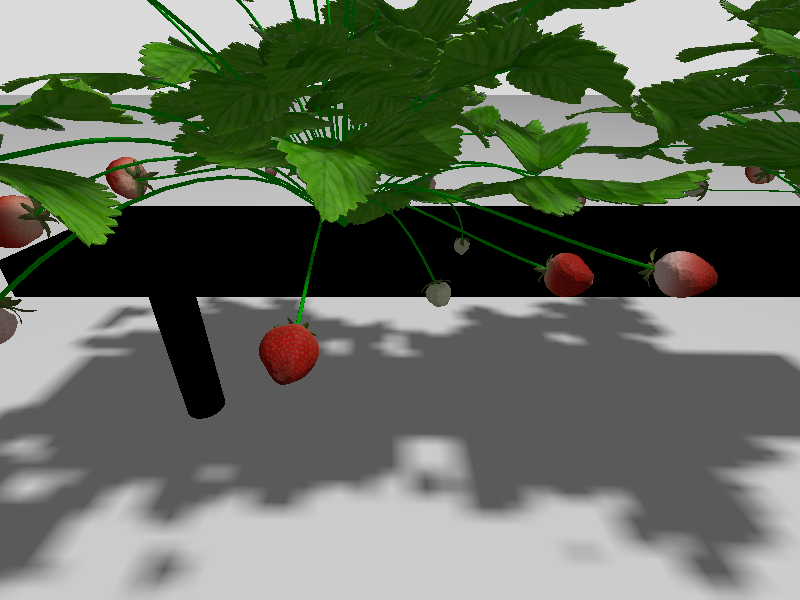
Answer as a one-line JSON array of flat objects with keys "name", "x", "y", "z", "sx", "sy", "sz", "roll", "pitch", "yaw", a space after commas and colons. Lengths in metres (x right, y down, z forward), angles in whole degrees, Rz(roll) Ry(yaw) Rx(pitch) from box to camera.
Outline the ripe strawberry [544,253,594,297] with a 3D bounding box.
[{"name": "ripe strawberry", "x": 0.103, "y": -0.015, "z": 0.243, "sx": 0.027, "sy": 0.027, "sz": 0.025, "roll": 23, "pitch": 36, "yaw": 34}]

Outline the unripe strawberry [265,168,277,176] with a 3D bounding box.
[{"name": "unripe strawberry", "x": -0.171, "y": -0.170, "z": 0.533, "sx": 0.016, "sy": 0.017, "sz": 0.018, "roll": -16, "pitch": 33, "yaw": -27}]

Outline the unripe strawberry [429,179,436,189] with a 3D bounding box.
[{"name": "unripe strawberry", "x": 0.035, "y": -0.136, "z": 0.471, "sx": 0.018, "sy": 0.019, "sz": 0.019, "roll": 18, "pitch": 33, "yaw": 29}]

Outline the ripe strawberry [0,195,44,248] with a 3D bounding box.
[{"name": "ripe strawberry", "x": -0.302, "y": -0.060, "z": 0.309, "sx": 0.043, "sy": 0.037, "sz": 0.043, "roll": -14, "pitch": 30, "yaw": -5}]

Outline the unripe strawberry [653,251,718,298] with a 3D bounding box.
[{"name": "unripe strawberry", "x": 0.170, "y": -0.015, "z": 0.239, "sx": 0.032, "sy": 0.027, "sz": 0.032, "roll": 17, "pitch": 33, "yaw": 27}]

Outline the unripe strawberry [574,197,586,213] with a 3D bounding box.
[{"name": "unripe strawberry", "x": 0.171, "y": -0.097, "z": 0.394, "sx": 0.025, "sy": 0.024, "sz": 0.023, "roll": -4, "pitch": 29, "yaw": -10}]

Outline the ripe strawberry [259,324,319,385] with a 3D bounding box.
[{"name": "ripe strawberry", "x": -0.048, "y": 0.025, "z": 0.171, "sx": 0.025, "sy": 0.026, "sz": 0.027, "roll": 0, "pitch": 29, "yaw": -1}]

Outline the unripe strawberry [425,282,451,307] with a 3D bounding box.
[{"name": "unripe strawberry", "x": 0.022, "y": -0.003, "z": 0.232, "sx": 0.015, "sy": 0.014, "sz": 0.014, "roll": -14, "pitch": -13, "yaw": -23}]

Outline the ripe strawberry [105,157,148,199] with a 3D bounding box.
[{"name": "ripe strawberry", "x": -0.302, "y": -0.135, "z": 0.441, "sx": 0.042, "sy": 0.044, "sz": 0.039, "roll": 10, "pitch": 30, "yaw": 19}]

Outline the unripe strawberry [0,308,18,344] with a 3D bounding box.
[{"name": "unripe strawberry", "x": -0.204, "y": 0.012, "z": 0.187, "sx": 0.034, "sy": 0.031, "sz": 0.031, "roll": 21, "pitch": -32, "yaw": 33}]

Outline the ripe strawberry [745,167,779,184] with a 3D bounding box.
[{"name": "ripe strawberry", "x": 0.463, "y": -0.168, "z": 0.513, "sx": 0.034, "sy": 0.036, "sz": 0.037, "roll": 9, "pitch": 30, "yaw": 17}]

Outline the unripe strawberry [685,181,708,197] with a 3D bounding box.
[{"name": "unripe strawberry", "x": 0.331, "y": -0.126, "z": 0.450, "sx": 0.022, "sy": 0.019, "sz": 0.022, "roll": -18, "pitch": 33, "yaw": -29}]

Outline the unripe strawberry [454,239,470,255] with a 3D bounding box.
[{"name": "unripe strawberry", "x": 0.045, "y": -0.038, "z": 0.290, "sx": 0.011, "sy": 0.011, "sz": 0.011, "roll": 21, "pitch": 35, "yaw": 34}]
